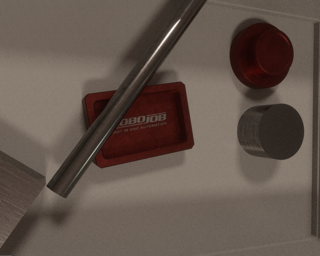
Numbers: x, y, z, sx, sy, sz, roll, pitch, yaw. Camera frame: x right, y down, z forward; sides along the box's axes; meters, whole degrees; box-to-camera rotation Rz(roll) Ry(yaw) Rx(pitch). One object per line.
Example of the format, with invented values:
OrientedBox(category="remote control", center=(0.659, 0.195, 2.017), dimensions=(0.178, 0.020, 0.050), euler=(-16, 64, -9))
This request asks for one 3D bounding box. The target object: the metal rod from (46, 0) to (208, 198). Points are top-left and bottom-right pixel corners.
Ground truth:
OrientedBox(category="metal rod", center=(-0.030, -0.052, 0.367), dimensions=(0.025, 0.025, 0.300), euler=(38, 76, -17))

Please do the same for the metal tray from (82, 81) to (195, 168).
OrientedBox(category="metal tray", center=(-0.026, -0.006, 0.399), dimensions=(0.131, 0.030, 0.089), euler=(-11, 94, -20))

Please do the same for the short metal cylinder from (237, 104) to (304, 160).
OrientedBox(category="short metal cylinder", center=(0.163, 0.005, 0.460), dimensions=(0.081, 0.050, 0.079), euler=(0, 90, -21))

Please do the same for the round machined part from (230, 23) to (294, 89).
OrientedBox(category="round machined part", center=(0.158, -0.109, 0.461), dimensions=(0.099, 0.042, 0.097), euler=(0, 90, -21))

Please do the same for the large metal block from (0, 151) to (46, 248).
OrientedBox(category="large metal block", center=(-0.182, 0.070, 0.330), dimensions=(0.080, 0.050, 0.080), euler=(36, 78, -17))
